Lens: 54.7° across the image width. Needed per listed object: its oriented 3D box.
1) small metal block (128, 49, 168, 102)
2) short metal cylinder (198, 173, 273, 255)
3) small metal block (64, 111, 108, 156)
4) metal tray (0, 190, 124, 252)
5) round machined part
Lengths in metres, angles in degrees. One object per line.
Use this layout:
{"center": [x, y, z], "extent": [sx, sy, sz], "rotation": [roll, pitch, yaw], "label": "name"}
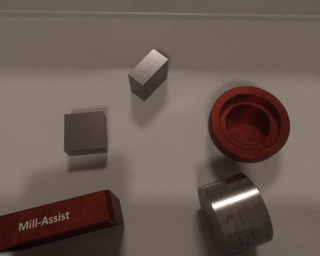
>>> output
{"center": [-0.015, -0.071, 0.422], "extent": [0.025, 0.050, 0.050], "rotation": [38, 74, 12], "label": "small metal block"}
{"center": [0.081, 0.096, 0.346], "extent": [0.050, 0.080, 0.080], "rotation": [-18, 71, -7], "label": "short metal cylinder"}
{"center": [-0.097, 0.008, 0.406], "extent": [0.050, 0.025, 0.050], "rotation": [-5, 70, -2], "label": "small metal block"}
{"center": [-0.110, 0.103, 0.336], "extent": [0.131, 0.090, 0.030], "rotation": [-13, 71, -5], "label": "metal tray"}
{"center": [0.112, -0.001, 0.403], "extent": [0.099, 0.042, 0.098], "rotation": [0, 70, -1], "label": "round machined part"}
